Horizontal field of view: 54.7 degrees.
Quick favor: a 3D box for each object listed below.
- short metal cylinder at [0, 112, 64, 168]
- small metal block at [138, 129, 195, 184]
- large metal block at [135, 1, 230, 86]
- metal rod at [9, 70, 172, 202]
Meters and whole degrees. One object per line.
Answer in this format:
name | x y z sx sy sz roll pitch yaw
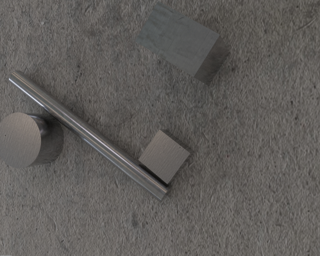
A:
short metal cylinder | -0.193 0.017 0.464 0.080 0.050 0.080 0 90 20
small metal block | 0.009 0.036 0.406 0.050 0.025 0.050 38 102 16
large metal block | 0.030 -0.096 0.369 0.080 0.080 0.050 35 101 16
metal rod | -0.109 0.004 0.447 0.300 0.025 0.025 36 101 16
